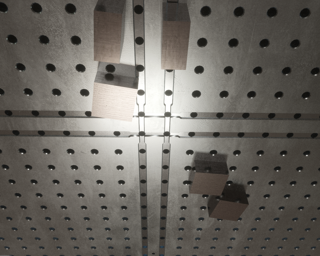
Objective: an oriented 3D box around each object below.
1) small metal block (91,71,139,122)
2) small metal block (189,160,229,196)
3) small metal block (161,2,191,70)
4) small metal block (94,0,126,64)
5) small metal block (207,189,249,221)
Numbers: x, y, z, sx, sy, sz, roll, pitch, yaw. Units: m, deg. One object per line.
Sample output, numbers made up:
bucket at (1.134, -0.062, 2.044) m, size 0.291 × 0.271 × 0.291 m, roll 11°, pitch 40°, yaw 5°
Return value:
small metal block at (-0.055, -0.038, 0.379) m, size 0.050 × 0.025 × 0.050 m, roll 9°, pitch 130°, yaw -8°
small metal block at (0.074, 0.078, 0.479) m, size 0.050 × 0.025 × 0.050 m, roll 5°, pitch 130°, yaw -5°
small metal block at (0.014, -0.094, 0.316) m, size 0.025 × 0.050 × 0.050 m, roll 1°, pitch 130°, yaw -2°
small metal block at (-0.050, -0.100, 0.309) m, size 0.025 × 0.050 × 0.050 m, roll 6°, pitch 130°, yaw -5°
small metal block at (0.114, 0.130, 0.525) m, size 0.050 × 0.025 × 0.050 m, roll 11°, pitch 129°, yaw -10°
